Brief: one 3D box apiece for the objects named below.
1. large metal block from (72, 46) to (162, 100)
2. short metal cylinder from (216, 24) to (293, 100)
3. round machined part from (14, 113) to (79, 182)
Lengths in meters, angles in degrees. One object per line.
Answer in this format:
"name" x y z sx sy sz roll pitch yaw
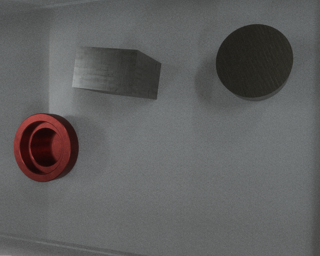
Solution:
"large metal block" -0.052 -0.069 0.399 0.080 0.080 0.050 8 93 19
"short metal cylinder" 0.109 -0.073 0.359 0.080 0.050 0.079 0 90 19
"round machined part" -0.161 0.028 0.457 0.098 0.042 0.097 0 90 19
